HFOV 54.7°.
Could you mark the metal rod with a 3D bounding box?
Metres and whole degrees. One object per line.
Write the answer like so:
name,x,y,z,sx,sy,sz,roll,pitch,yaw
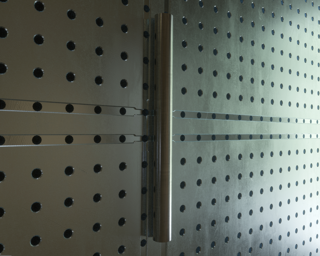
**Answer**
metal rod,0.004,-0.001,0.414,0.025,0.025,0.298,1,90,-40
